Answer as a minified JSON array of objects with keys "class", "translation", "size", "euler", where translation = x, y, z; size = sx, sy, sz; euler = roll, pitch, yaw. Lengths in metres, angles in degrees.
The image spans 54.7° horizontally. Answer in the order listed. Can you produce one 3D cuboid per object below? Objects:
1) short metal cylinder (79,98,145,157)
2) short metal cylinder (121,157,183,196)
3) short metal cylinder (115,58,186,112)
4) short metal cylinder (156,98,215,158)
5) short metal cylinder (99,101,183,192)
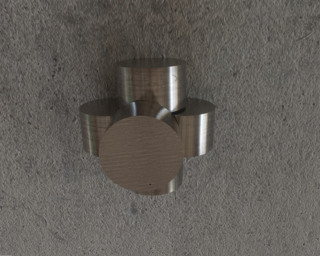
[{"class":"short metal cylinder","translation":[-0.055,-0.003,0.380],"size":[0.081,0.080,0.050],"euler":[-1,110,0]},{"class":"short metal cylinder","translation":[-0.010,0.043,0.397],"size":[0.081,0.080,0.050],"euler":[0,110,-1]},{"class":"short metal cylinder","translation":[-0.010,-0.052,0.362],"size":[0.081,0.080,0.050],"euler":[-2,110,0]},{"class":"short metal cylinder","translation":[0.026,-0.004,0.381],"size":[0.081,0.080,0.050],"euler":[0,110,0]},{"class":"short metal cylinder","translation":[-0.018,0.017,0.318],"size":[0.081,0.050,0.079],"euler":[0,110,-1]}]
